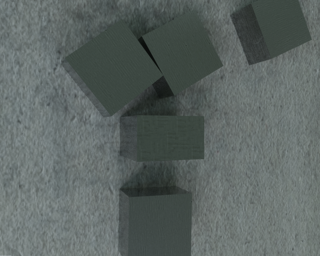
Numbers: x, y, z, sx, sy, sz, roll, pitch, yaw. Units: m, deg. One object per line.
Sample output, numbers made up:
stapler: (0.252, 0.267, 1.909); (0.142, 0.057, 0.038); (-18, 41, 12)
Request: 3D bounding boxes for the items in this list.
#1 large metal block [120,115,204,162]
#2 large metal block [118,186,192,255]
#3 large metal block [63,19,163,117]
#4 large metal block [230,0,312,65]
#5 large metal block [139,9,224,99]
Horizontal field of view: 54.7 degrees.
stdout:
large metal block: (0.000, 0.011, 0.381); (0.081, 0.080, 0.050); (0, 90, -20)
large metal block: (-0.007, 0.120, 0.394); (0.081, 0.050, 0.079); (1, 90, -21)
large metal block: (-0.058, -0.069, 0.375); (0.080, 0.050, 0.080); (-41, 103, -16)
large metal block: (0.164, -0.149, 0.458); (0.081, 0.050, 0.080); (-27, 99, -18)
large metal block: (0.022, -0.094, 0.405); (0.080, 0.050, 0.080); (-33, 101, -17)
